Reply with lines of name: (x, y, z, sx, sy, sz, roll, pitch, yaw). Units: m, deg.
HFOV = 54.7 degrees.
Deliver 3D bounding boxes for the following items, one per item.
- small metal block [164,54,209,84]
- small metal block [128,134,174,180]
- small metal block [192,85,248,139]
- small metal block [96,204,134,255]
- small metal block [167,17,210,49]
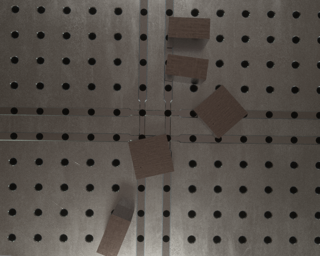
small metal block: (0.033, -0.075, 0.401, 0.050, 0.050, 0.025, 8, 90, -1)
small metal block: (-0.011, 0.037, 0.413, 0.050, 0.025, 0.050, -12, 90, -1)
small metal block: (0.079, -0.021, 0.414, 0.050, 0.025, 0.050, -41, 91, 0)
small metal block: (-0.056, 0.132, 0.400, 0.025, 0.050, 0.050, 22, 90, 0)
small metal block: (0.036, -0.122, 0.401, 0.050, 0.050, 0.025, 2, 90, -1)
